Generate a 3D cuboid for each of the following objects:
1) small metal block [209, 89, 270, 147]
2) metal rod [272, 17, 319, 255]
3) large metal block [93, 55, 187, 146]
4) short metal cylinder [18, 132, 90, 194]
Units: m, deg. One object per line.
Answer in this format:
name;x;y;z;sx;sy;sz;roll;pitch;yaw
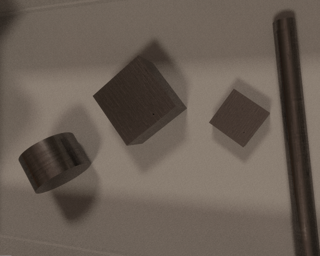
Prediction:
small metal block;0.097;-0.012;0.376;0.050;0.025;0.050;38;102;15
metal rod;0.157;0.025;0.355;0.025;0.025;0.298;-6;88;19
large metal block;-0.025;-0.034;0.405;0.080;0.050;0.080;-39;78;15
short metal cylinder;-0.145;0.049;0.431;0.080;0.080;0.050;-35;79;16
